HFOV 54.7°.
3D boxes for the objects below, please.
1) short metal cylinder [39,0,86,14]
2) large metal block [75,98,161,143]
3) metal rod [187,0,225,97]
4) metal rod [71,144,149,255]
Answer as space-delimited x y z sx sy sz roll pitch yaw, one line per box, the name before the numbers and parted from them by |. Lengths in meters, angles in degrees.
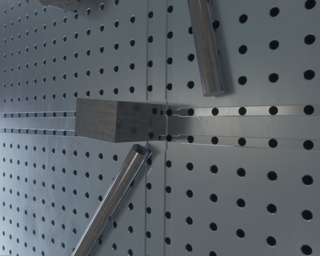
short metal cylinder | -0.168 -0.243 0.531 0.080 0.050 0.079 0 90 40
large metal block | -0.056 -0.011 0.420 0.080 0.081 0.050 8 95 40
metal rod | 0.041 -0.186 0.375 0.025 0.025 0.298 -14 81 39
metal rod | -0.096 0.149 0.488 0.025 0.025 0.298 45 117 31
